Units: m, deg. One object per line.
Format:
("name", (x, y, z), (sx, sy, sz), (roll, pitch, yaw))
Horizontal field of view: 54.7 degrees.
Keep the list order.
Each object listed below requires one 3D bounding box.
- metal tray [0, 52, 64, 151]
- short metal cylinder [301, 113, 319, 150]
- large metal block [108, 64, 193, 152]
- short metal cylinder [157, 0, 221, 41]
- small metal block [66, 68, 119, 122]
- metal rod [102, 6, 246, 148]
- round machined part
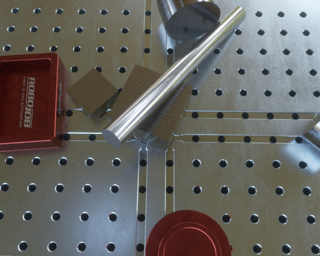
("metal tray", (-0.181, -0.037, 0.421), (0.091, 0.030, 0.130), (-4, 70, -2))
("short metal cylinder", (0.225, -0.004, 0.385), (0.050, 0.080, 0.080), (43, 75, 14))
("large metal block", (-0.011, -0.025, 0.408), (0.080, 0.050, 0.080), (22, 72, 8))
("short metal cylinder", (0.040, -0.172, 0.445), (0.081, 0.080, 0.050), (-14, 71, -5))
("small metal block", (-0.091, -0.046, 0.428), (0.050, 0.025, 0.050), (-43, 76, -14))
("metal rod", (0.036, -0.082, 0.396), (0.025, 0.025, 0.301), (35, 56, 12))
("round machined part", (0.032, 0.143, 0.351), (0.099, 0.042, 0.098), (0, 70, 0))
